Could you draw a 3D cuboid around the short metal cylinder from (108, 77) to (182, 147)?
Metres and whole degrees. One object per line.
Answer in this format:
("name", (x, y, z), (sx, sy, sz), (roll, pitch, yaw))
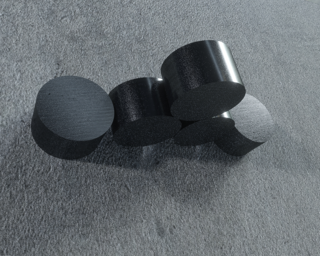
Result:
("short metal cylinder", (-0.019, -0.017, 0.369), (0.081, 0.080, 0.050), (0, 62, -28))

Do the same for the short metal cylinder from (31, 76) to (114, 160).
("short metal cylinder", (-0.097, -0.011, 0.343), (0.081, 0.050, 0.080), (14, 56, -21))

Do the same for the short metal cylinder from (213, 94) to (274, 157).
("short metal cylinder", (0.118, -0.004, 0.454), (0.081, 0.050, 0.080), (14, 56, -21))

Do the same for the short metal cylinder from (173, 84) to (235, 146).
("short metal cylinder", (0.051, -0.016, 0.408), (0.081, 0.080, 0.050), (0, 61, -28))

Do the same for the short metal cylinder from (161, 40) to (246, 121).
("short metal cylinder", (0.045, -0.048, 0.335), (0.081, 0.080, 0.050), (1, 63, -28))
